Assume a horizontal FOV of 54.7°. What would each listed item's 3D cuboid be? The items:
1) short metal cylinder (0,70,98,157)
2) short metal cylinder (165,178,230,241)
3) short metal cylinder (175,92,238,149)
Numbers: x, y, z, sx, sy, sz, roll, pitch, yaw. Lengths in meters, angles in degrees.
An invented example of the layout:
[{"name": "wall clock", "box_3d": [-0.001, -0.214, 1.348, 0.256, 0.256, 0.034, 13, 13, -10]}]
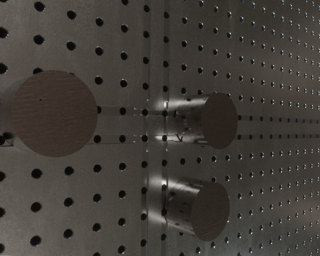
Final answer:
[{"name": "short metal cylinder", "box_3d": [-0.109, -0.013, 0.302, 0.081, 0.050, 0.079, 0, 90, -40]}, {"name": "short metal cylinder", "box_3d": [0.054, 0.114, 0.441, 0.081, 0.050, 0.079, 0, 90, -40]}, {"name": "short metal cylinder", "box_3d": [0.069, -0.010, 0.453, 0.081, 0.050, 0.079, 0, 90, -40]}]
